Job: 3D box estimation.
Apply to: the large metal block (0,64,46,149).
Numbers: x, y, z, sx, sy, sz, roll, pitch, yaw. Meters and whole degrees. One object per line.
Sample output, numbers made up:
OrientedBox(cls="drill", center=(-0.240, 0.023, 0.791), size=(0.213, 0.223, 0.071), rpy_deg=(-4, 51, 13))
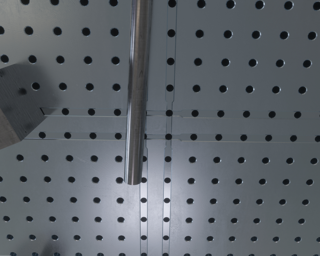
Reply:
OrientedBox(cls="large metal block", center=(-0.194, -0.025, 0.373), size=(0.050, 0.080, 0.080), rpy_deg=(-21, 109, 7))

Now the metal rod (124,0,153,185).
OrientedBox(cls="metal rod", center=(-0.027, -0.065, 0.389), size=(0.025, 0.025, 0.298), rpy_deg=(4, 110, -2))
